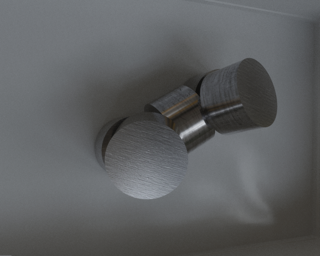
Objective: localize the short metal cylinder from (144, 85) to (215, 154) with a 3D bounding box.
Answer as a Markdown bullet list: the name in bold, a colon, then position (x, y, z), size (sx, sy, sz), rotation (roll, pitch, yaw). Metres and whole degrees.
- **short metal cylinder**: position (0.023, -0.007, 0.389), size (0.050, 0.080, 0.080), rotation (-31, 101, -17)

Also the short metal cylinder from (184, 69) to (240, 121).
- **short metal cylinder**: position (0.072, -0.037, 0.423), size (0.081, 0.050, 0.079), rotation (0, 90, -21)

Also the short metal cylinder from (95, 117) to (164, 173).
- **short metal cylinder**: position (-0.036, 0.026, 0.383), size (0.081, 0.050, 0.079), rotation (0, 90, -21)

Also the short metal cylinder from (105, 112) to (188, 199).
- **short metal cylinder**: position (-0.013, 0.027, 0.323), size (0.081, 0.050, 0.079), rotation (0, 102, 0)

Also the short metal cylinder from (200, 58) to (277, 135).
- **short metal cylinder**: position (0.093, -0.035, 0.362), size (0.081, 0.050, 0.080), rotation (13, 70, -39)
